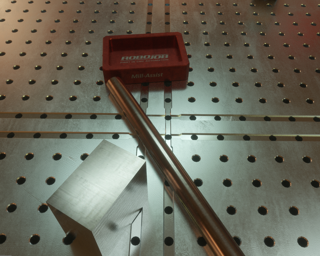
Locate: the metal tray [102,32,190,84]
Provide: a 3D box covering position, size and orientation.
[{"bbox_3d":[-0.025,-0.114,0.499,0.131,0.030,0.090,-5,50,-5],"label":"metal tray"}]

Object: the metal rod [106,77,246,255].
[{"bbox_3d":[0.004,0.035,0.378,0.025,0.025,0.300,-23,54,-18],"label":"metal rod"}]

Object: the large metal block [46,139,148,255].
[{"bbox_3d":[-0.056,0.073,0.310,0.050,0.080,0.080,25,54,19],"label":"large metal block"}]
